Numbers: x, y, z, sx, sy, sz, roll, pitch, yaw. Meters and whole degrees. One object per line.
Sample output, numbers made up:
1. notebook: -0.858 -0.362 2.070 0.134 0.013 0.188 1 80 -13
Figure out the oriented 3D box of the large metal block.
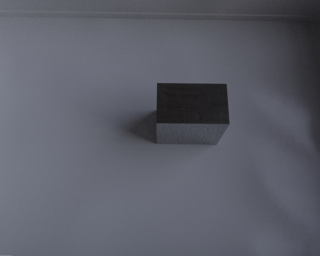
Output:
1. large metal block: 0.036 -0.015 0.386 0.081 0.080 0.050 1 70 0
